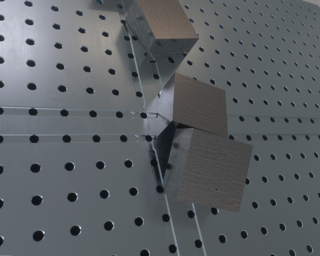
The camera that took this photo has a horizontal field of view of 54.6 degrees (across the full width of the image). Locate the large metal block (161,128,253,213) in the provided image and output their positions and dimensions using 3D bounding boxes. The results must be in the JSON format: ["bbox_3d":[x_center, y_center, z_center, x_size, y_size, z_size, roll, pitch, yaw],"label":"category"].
[{"bbox_3d":[0.055,0.049,0.371,0.080,0.050,0.080,16,83,-19],"label":"large metal block"}]

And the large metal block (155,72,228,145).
[{"bbox_3d":[0.044,-0.020,0.427,0.080,0.050,0.080,17,55,-19],"label":"large metal block"}]

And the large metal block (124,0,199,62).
[{"bbox_3d":[0.001,-0.154,0.486,0.081,0.050,0.080,-12,68,-33],"label":"large metal block"}]
